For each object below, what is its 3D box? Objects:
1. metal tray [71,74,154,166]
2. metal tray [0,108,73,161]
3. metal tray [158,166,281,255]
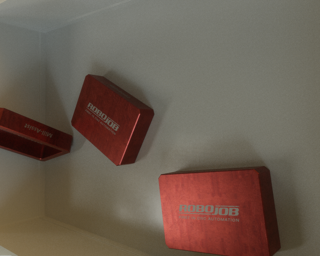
[{"bbox_3d":[-0.076,-0.015,0.464,0.130,0.030,0.089,35,111,34],"label":"metal tray"},{"bbox_3d":[-0.227,0.016,0.520,0.090,0.131,0.030,-19,57,37],"label":"metal tray"},{"bbox_3d":[0.061,0.093,0.352,0.130,0.030,0.089,-10,83,39],"label":"metal tray"}]
